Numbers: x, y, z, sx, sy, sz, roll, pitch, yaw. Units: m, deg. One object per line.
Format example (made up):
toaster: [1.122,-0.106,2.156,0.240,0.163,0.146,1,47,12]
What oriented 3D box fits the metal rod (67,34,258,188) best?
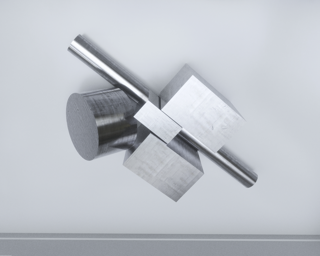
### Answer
metal rod: [0.013,-0.014,0.406,0.301,0.025,0.025,37,106,-13]

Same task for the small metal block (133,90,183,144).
small metal block: [-0.002,-0.015,0.367,0.050,0.050,0.025,39,105,-14]

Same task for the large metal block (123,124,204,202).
large metal block: [0.004,0.034,0.394,0.080,0.080,0.050,37,106,-13]

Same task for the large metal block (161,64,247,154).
large metal block: [0.048,-0.027,0.372,0.080,0.080,0.050,38,105,-13]

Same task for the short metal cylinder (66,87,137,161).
short metal cylinder: [-0.071,-0.006,0.371,0.050,0.080,0.079,-15,116,-37]
